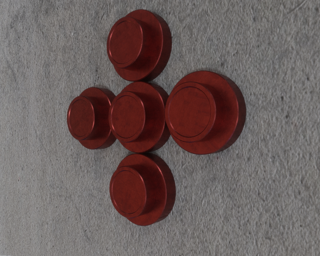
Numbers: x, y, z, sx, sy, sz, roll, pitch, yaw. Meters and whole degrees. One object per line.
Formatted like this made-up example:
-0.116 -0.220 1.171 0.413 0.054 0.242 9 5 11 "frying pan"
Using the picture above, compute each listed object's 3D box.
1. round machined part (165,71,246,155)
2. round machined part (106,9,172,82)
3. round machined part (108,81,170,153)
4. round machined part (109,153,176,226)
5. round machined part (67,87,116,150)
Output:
0.044 -0.018 0.357 0.098 0.042 0.097 0 90 39 "round machined part"
-0.035 -0.112 0.422 0.098 0.042 0.097 0 90 39 "round machined part"
-0.032 -0.015 0.420 0.098 0.042 0.097 0 90 39 "round machined part"
-0.030 0.083 0.418 0.098 0.042 0.097 0 90 39 "round machined part"
-0.108 -0.015 0.481 0.098 0.042 0.097 0 90 39 "round machined part"
